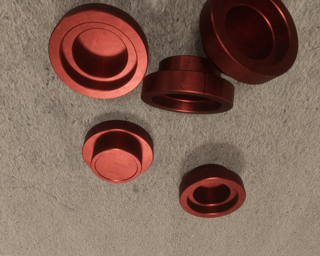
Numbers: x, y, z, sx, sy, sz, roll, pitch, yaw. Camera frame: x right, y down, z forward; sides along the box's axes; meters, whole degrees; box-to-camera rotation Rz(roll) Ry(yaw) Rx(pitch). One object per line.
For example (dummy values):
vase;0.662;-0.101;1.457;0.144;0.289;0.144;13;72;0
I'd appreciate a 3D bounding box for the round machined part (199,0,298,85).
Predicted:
round machined part;0.080;-0.087;0.297;0.099;0.098;0.042;22;159;-18

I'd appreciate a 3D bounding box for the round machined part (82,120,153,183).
round machined part;-0.058;0.039;0.429;0.099;0.042;0.097;-1;130;0

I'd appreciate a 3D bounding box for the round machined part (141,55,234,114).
round machined part;0.031;-0.046;0.335;0.099;0.042;0.098;6;171;1

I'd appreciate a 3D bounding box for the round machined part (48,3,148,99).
round machined part;-0.061;-0.082;0.325;0.099;0.042;0.097;-1;130;0

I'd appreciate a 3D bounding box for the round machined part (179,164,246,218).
round machined part;0.078;0.093;0.476;0.099;0.042;0.097;-1;130;0
